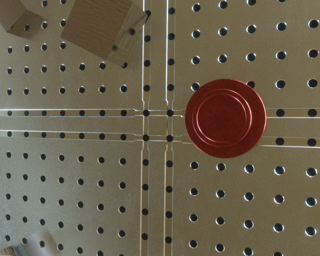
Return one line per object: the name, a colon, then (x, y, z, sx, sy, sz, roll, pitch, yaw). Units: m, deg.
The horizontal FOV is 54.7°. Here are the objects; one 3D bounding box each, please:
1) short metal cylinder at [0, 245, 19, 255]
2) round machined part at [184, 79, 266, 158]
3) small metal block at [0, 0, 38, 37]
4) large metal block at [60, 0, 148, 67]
short metal cylinder: (-0.252, 0.225, 0.472, 0.080, 0.080, 0.050, -38, 78, 16)
round machined part: (0.077, -0.011, 0.376, 0.098, 0.042, 0.097, 0, 90, 19)
small metal block: (-0.232, -0.185, 0.495, 0.050, 0.025, 0.050, -40, 78, 15)
large metal block: (-0.076, -0.141, 0.426, 0.080, 0.050, 0.080, 29, 99, 17)
